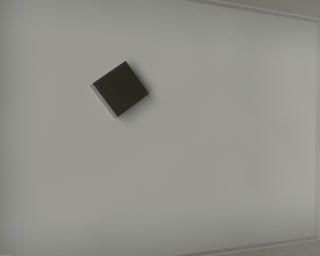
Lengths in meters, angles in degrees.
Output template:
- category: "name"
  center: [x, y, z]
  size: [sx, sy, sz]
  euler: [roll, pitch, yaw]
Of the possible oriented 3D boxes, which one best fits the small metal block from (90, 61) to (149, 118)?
- category: "small metal block"
  center: [-0.051, -0.048, 0.391]
  size: [0.050, 0.025, 0.050]
  euler: [-39, 103, -16]
